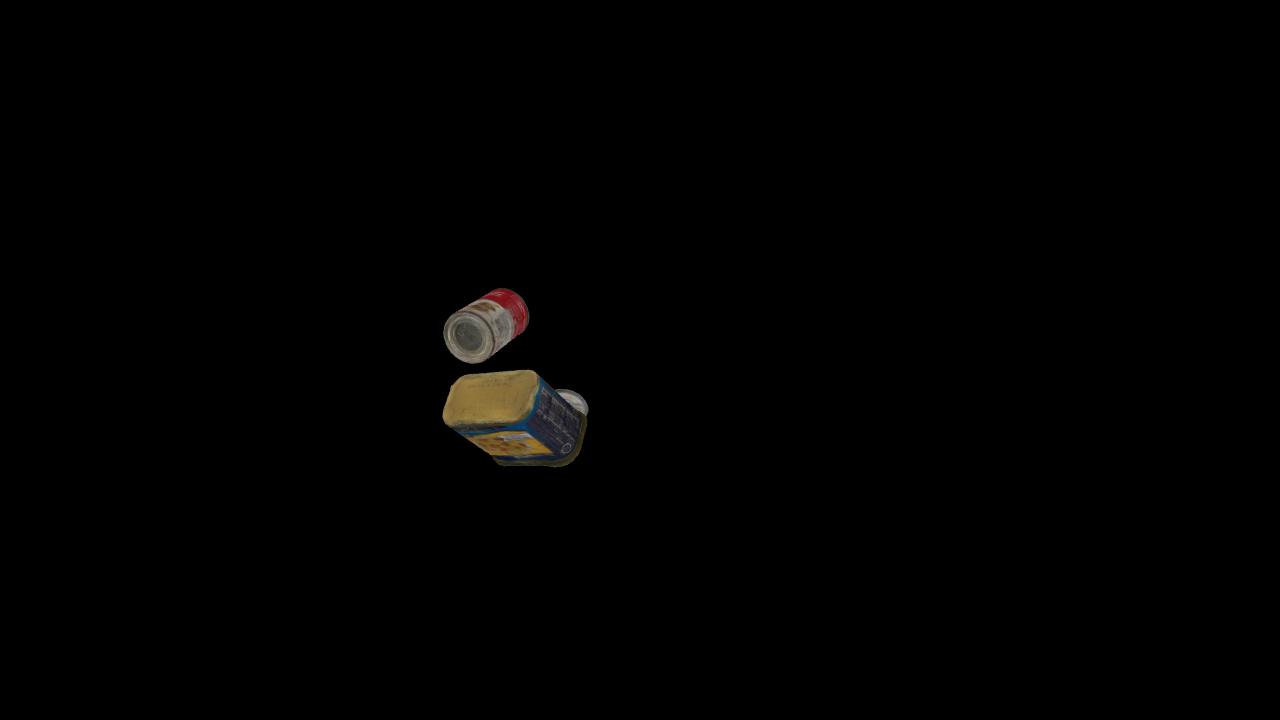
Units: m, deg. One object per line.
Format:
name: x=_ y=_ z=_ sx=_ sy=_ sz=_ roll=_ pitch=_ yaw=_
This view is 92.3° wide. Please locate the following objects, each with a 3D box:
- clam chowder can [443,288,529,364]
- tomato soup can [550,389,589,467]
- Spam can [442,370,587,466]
clam chowder can: x=-0.189 y=-0.043 z=0.763 sx=0.068 sy=0.068 sz=0.102 roll=0 pitch=22 yaw=15
tomato soup can: x=-0.117 y=0.100 z=0.889 sx=0.068 sy=0.101 sz=0.068 roll=10 pitch=42 yaw=-9
Spam can: x=-0.113 y=0.054 z=0.557 sx=0.101 sy=0.058 sz=0.085 roll=-5 pitch=-34 yaw=26
